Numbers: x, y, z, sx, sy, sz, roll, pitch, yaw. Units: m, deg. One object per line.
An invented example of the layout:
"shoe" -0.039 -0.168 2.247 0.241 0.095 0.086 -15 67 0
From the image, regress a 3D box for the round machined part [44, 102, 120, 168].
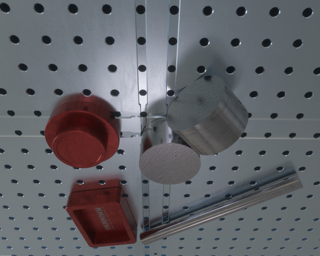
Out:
"round machined part" -0.104 0.016 0.413 0.099 0.042 0.097 0 130 0

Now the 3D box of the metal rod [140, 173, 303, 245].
"metal rod" 0.093 0.145 0.535 0.300 0.025 0.025 -28 125 21

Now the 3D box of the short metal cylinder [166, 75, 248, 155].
"short metal cylinder" 0.055 -0.015 0.363 0.080 0.080 0.050 -32 123 24

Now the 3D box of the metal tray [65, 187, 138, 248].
"metal tray" -0.098 0.160 0.543 0.090 0.030 0.129 -8 130 6

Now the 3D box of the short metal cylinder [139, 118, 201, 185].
"short metal cylinder" 0.013 0.032 0.422 0.080 0.050 0.079 0 131 1
